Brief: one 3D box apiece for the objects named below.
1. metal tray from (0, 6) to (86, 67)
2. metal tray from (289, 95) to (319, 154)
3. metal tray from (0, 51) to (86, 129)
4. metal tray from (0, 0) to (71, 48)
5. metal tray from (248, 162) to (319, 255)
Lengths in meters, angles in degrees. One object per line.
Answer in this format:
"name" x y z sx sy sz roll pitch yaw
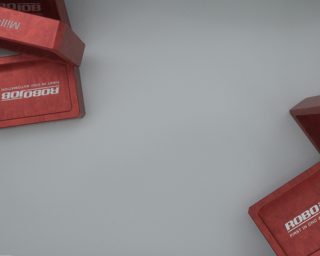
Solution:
"metal tray" -0.160 -0.105 0.346 0.131 0.090 0.030 13 90 0
"metal tray" 0.225 0.020 0.380 0.030 0.090 0.130 -36 90 0
"metal tray" -0.171 -0.049 0.407 0.131 0.030 0.089 -8 90 0
"metal tray" -0.184 -0.143 0.377 0.131 0.090 0.030 -1 52 0
"metal tray" 0.188 0.105 0.378 0.130 0.030 0.090 -36 54 7
